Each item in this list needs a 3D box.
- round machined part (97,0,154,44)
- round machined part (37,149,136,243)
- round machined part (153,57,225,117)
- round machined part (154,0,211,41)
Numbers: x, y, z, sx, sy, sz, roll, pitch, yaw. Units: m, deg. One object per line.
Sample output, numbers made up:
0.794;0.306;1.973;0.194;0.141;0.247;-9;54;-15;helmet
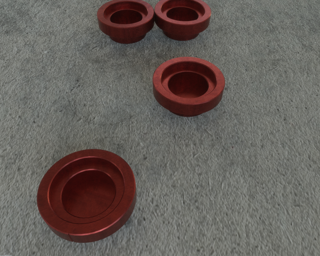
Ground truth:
-0.059;-0.186;0.548;0.099;0.042;0.098;0;50;0;round machined part
-0.074;0.074;0.330;0.099;0.042;0.098;0;50;0;round machined part
0.039;-0.054;0.437;0.099;0.042;0.098;0;50;0;round machined part
0.039;-0.192;0.553;0.099;0.042;0.098;1;50;-1;round machined part
